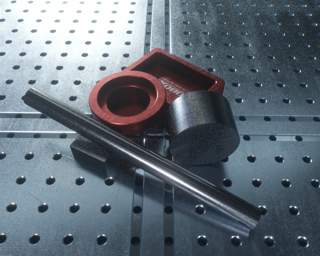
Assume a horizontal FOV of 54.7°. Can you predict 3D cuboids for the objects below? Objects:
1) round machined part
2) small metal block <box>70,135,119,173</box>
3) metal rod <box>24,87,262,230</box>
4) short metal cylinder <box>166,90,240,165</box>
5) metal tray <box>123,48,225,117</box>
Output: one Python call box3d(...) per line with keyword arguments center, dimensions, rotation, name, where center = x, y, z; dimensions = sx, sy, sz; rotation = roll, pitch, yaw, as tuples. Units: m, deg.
box3d(center=(-0.041, -0.028, 0.409), dimensions=(0.099, 0.042, 0.098), rotation=(-1, 50, 1), name="round machined part")
box3d(center=(-0.075, 0.022, 0.389), dimensions=(0.050, 0.025, 0.050), rotation=(22, 53, 17), name="small metal block")
box3d(center=(-0.028, 0.029, 0.356), dimensions=(0.301, 0.025, 0.025), rotation=(28, 55, 10), name="metal rod")
box3d(center=(0.049, 0.001, 0.370), dimensions=(0.081, 0.080, 0.050), rotation=(-3, 50, -3), name="short metal cylinder")
box3d(center=(0.017, -0.063, 0.457), dimensions=(0.130, 0.030, 0.090), rotation=(32, 56, 24), name="metal tray")
